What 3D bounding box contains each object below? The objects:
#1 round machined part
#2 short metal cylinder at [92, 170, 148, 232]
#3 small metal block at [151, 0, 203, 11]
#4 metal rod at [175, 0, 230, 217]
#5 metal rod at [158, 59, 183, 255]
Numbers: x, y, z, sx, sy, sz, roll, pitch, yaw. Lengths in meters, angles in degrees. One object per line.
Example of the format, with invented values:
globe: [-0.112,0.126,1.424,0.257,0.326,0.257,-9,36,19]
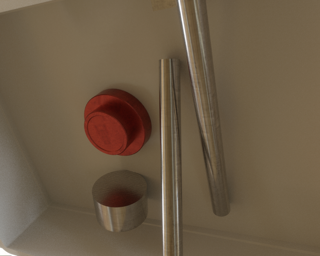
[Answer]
round machined part: [-0.065,-0.002,0.429,0.098,0.042,0.097,13,124,20]
short metal cylinder: [-0.059,0.109,0.470,0.080,0.080,0.050,12,124,21]
small metal block: [0.023,-0.134,0.297,0.050,0.050,0.025,0,118,28]
metal rod: [0.055,-0.001,0.344,0.025,0.025,0.298,5,132,25]
metal rod: [0.014,0.070,0.368,0.025,0.025,0.298,1,95,27]
